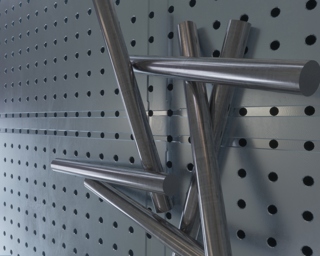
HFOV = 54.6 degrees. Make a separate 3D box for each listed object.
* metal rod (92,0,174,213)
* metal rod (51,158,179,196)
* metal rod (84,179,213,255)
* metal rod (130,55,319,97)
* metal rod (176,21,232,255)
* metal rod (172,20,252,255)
[{"bbox_3d":[-0.036,-0.037,0.401,0.025,0.025,0.299,-15,92,39],"label":"metal rod"},{"bbox_3d":[-0.088,0.065,0.455,0.299,0.025,0.025,-1,89,48],"label":"metal rod"},{"bbox_3d":[-0.014,0.119,0.396,0.300,0.025,0.025,19,102,46],"label":"metal rod"},{"bbox_3d":[0.024,-0.065,0.336,0.300,0.025,0.025,21,104,55],"label":"metal rod"},{"bbox_3d":[0.045,0.014,0.330,0.025,0.025,0.299,-23,63,38],"label":"metal rod"},{"bbox_3d":[0.056,0.029,0.363,0.025,0.025,0.298,20,103,38],"label":"metal rod"}]
